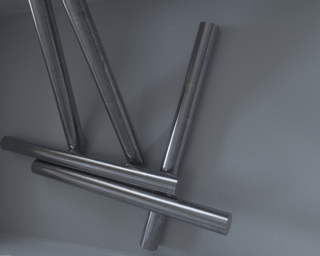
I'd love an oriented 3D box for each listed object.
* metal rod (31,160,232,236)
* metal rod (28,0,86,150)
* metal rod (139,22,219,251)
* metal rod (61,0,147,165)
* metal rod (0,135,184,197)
[{"bbox_3d":[-0.056,0.083,0.410,0.300,0.025,0.025,10,94,27],"label":"metal rod"},{"bbox_3d":[-0.134,-0.102,0.381,0.025,0.025,0.298,7,123,20],"label":"metal rod"},{"bbox_3d":[0.023,0.015,0.402,0.025,0.025,0.298,17,96,19],"label":"metal rod"},{"bbox_3d":[-0.075,-0.083,0.366,0.025,0.025,0.298,-10,114,20],"label":"metal rod"},{"bbox_3d":[-0.111,0.047,0.434,0.301,0.025,0.025,10,93,25],"label":"metal rod"}]
